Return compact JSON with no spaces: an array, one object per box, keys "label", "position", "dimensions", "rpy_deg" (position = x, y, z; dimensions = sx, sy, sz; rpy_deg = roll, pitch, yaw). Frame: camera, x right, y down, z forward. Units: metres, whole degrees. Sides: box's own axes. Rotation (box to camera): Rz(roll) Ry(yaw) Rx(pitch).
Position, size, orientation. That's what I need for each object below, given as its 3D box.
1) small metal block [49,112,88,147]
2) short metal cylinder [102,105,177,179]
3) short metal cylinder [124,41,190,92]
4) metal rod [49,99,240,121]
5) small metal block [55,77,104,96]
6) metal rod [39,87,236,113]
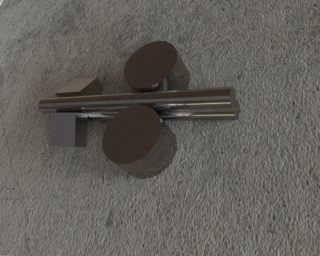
[{"label":"small metal block","position":[-0.137,0.003,0.463],"dimensions":[0.050,0.025,0.050],"rpy_deg":[1,89,28]},{"label":"short metal cylinder","position":[-0.025,0.018,0.391],"dimensions":[0.080,0.050,0.080],"rpy_deg":[-13,56,21]},{"label":"short metal cylinder","position":[-0.004,-0.075,0.437],"dimensions":[0.080,0.050,0.080],"rpy_deg":[-13,56,21]},{"label":"metal rod","position":[-0.040,-0.023,0.441],"dimensions":[0.300,0.025,0.025],"rpy_deg":[0,62,28]},{"label":"small metal block","position":[-0.128,-0.058,0.497],"dimensions":[0.050,0.025,0.050],"rpy_deg":[0,35,28]},{"label":"metal rod","position":[-0.050,-0.035,0.421],"dimensions":[0.300,0.025,0.025],"rpy_deg":[0,62,28]}]
